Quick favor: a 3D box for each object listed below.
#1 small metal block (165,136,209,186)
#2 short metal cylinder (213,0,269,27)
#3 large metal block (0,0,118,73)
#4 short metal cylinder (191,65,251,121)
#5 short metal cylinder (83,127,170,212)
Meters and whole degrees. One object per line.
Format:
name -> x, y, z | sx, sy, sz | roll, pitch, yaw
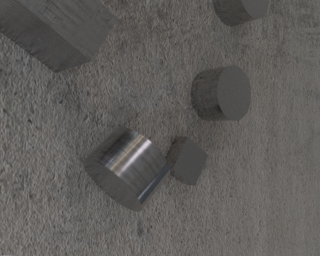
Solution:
small metal block -> 0.035, 0.046, 0.435 | 0.050, 0.025, 0.050 | 40, 65, -33
short metal cylinder -> 0.130, -0.209, 0.497 | 0.081, 0.050, 0.079 | 0, 90, -40
large metal block -> -0.101, -0.100, 0.284 | 0.080, 0.080, 0.050 | 39, 66, -33
short metal cylinder -> 0.092, -0.051, 0.466 | 0.081, 0.050, 0.079 | 0, 90, -40
short metal cylinder -> -0.036, 0.045, 0.339 | 0.050, 0.080, 0.080 | -48, 119, -29
